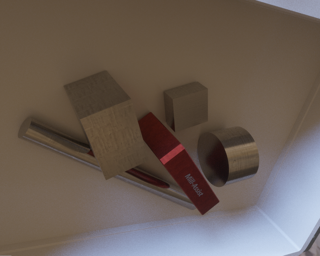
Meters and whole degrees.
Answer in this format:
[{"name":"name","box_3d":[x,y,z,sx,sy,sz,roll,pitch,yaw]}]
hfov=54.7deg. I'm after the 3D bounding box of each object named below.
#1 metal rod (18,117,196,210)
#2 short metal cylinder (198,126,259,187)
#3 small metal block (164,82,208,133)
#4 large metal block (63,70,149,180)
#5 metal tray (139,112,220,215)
[{"name":"metal rod","box_3d":[-0.044,0.062,0.422,0.301,0.025,0.025,32,100,-39]},{"name":"short metal cylinder","box_3d":[0.097,0.041,0.452,0.050,0.080,0.079,-11,123,-22]},{"name":"small metal block","box_3d":[0.035,-0.028,0.409,0.050,0.025,0.050,-19,126,-18]},{"name":"large metal block","box_3d":[-0.059,-0.005,0.337,0.050,0.080,0.080,-24,128,-14]},{"name":"metal tray","box_3d":[0.022,0.048,0.407,0.030,0.090,0.130,-38,130,-4]}]
